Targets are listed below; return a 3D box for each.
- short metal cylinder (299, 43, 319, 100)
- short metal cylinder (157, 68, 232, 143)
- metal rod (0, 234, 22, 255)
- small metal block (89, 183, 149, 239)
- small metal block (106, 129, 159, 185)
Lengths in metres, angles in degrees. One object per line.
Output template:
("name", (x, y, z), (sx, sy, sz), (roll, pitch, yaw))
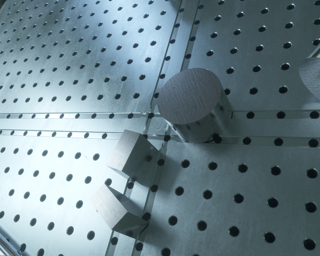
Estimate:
("short metal cylinder", (0.190, -0.058, 0.309), (0.050, 0.080, 0.080), (-46, 51, -3))
("short metal cylinder", (0.044, -0.028, 0.386), (0.080, 0.050, 0.080), (-13, 56, 21))
("metal rod", (-0.187, 0.175, 0.399), (0.300, 0.025, 0.025), (20, 72, 35))
("small metal block", (-0.047, 0.096, 0.358), (0.025, 0.050, 0.050), (-48, 51, -5))
("small metal block", (-0.033, 0.037, 0.387), (0.025, 0.050, 0.050), (14, 69, 34))
